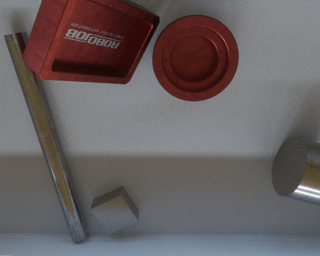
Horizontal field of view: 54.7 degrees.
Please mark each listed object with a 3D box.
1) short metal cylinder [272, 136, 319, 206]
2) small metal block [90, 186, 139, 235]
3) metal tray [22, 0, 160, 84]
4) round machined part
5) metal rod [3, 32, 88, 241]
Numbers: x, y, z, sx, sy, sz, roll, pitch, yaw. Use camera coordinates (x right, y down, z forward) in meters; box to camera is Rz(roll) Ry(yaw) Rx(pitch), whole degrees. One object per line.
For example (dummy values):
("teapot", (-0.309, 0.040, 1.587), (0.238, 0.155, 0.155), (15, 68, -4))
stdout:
("short metal cylinder", (0.191, 0.056, 0.405), (0.050, 0.080, 0.079), (16, 109, -6))
("small metal block", (-0.065, 0.121, 0.455), (0.050, 0.025, 0.050), (-26, 108, 8))
("metal tray", (-0.064, -0.093, 0.320), (0.030, 0.131, 0.089), (40, 114, 23))
("round machined part", (0.040, -0.084, 0.372), (0.099, 0.042, 0.097), (0, 110, -1))
("metal rod", (-0.147, 0.026, 0.418), (0.025, 0.025, 0.298), (-9, 110, 3))
